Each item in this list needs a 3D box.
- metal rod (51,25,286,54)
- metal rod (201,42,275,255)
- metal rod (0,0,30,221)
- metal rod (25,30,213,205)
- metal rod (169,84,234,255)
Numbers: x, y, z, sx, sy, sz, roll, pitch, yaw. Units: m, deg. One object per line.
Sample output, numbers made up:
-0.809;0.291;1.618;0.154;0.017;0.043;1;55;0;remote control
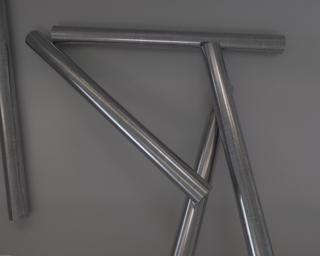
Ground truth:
0.011;-0.117;0.411;0.302;0.025;0.025;2;90;0;metal rod
0.087;0.037;0.345;0.025;0.025;0.299;-9;71;0;metal rod
-0.203;-0.030;0.409;0.025;0.025;0.298;-6;90;0;metal rod
-0.060;-0.024;0.365;0.300;0.025;0.025;41;90;18;metal rod
0.042;0.073;0.347;0.025;0.025;0.300;19;64;0;metal rod
